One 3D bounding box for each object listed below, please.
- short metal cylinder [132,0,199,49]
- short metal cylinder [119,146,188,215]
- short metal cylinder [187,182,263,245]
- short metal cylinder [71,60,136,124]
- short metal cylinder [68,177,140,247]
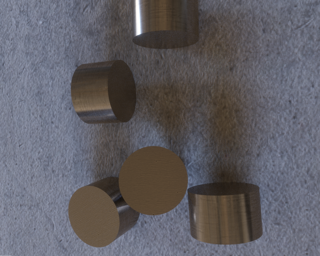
[{"bbox_3d":[0.006,-0.131,0.377,0.080,0.080,0.050,-1,90,19],"label":"short metal cylinder"},{"bbox_3d":[-0.007,0.066,0.383,0.080,0.050,0.080,0,76,2],"label":"short metal cylinder"},{"bbox_3d":[0.073,0.094,0.354,0.080,0.080,0.050,-4,89,19],"label":"short metal cylinder"},{"bbox_3d":[-0.071,-0.046,0.404,0.050,0.080,0.079,-2,89,20],"label":"short metal cylinder"},{"bbox_3d":[-0.074,0.110,0.415,0.080,0.050,0.079,3,96,25],"label":"short metal cylinder"}]
